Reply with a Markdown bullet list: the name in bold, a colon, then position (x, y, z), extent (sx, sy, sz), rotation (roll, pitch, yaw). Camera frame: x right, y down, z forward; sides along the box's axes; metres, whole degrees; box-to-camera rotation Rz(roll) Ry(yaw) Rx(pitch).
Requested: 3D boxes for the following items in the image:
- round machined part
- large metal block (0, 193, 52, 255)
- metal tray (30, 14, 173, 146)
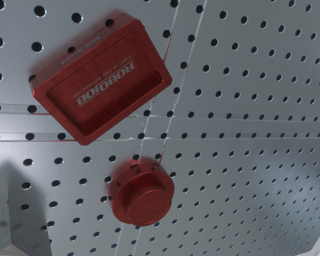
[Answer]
- **round machined part**: position (-0.022, 0.105, 0.453), extent (0.099, 0.042, 0.097), rotation (-14, 124, -21)
- **large metal block**: position (-0.175, 0.139, 0.367), extent (0.050, 0.080, 0.080), rotation (-33, 129, -7)
- **metal tray**: position (-0.061, -0.051, 0.343), extent (0.130, 0.030, 0.090), rotation (-37, 129, -4)
